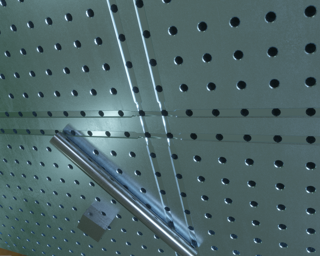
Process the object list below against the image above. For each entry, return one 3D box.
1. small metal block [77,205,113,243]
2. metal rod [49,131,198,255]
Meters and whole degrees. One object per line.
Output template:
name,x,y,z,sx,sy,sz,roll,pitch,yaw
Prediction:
small metal block,-0.124,0.182,0.587,0.050,0.025,0.050,33,129,5
metal rod,-0.059,0.114,0.510,0.300,0.025,0.025,41,129,-1
